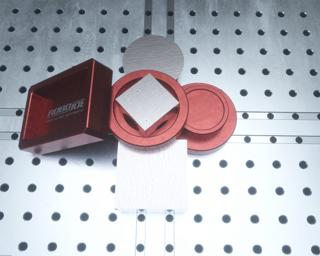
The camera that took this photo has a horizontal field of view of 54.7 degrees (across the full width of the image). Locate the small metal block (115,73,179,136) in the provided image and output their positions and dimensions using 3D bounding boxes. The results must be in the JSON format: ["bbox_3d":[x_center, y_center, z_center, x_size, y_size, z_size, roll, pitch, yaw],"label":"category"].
[{"bbox_3d":[-0.014,-0.026,0.355,0.050,0.025,0.050,-40,75,-13],"label":"small metal block"}]

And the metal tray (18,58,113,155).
[{"bbox_3d":[-0.117,-0.022,0.378,0.130,0.030,0.090,-13,66,34],"label":"metal tray"}]

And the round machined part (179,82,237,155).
[{"bbox_3d":[0.052,-0.017,0.408,0.099,0.042,0.098,0,70,0],"label":"round machined part"}]

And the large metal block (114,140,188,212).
[{"bbox_3d":[-0.009,0.059,0.374,0.080,0.050,0.080,1,70,0],"label":"large metal block"}]

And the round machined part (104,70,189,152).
[{"bbox_3d":[-0.016,-0.018,0.378,0.099,0.042,0.098,0,70,0],"label":"round machined part"}]

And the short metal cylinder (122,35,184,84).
[{"bbox_3d":[-0.009,-0.079,0.427,0.081,0.050,0.080,0,70,0],"label":"short metal cylinder"}]
